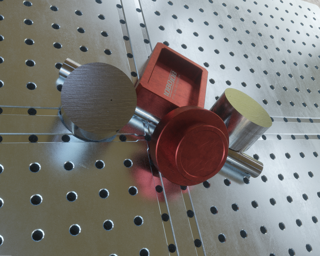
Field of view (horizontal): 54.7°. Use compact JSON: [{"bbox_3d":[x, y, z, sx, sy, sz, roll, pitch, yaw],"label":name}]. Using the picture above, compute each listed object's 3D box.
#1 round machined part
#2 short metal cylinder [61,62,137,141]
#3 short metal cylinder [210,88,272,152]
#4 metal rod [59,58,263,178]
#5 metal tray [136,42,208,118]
[{"bbox_3d":[0.041,0.025,0.369,0.099,0.042,0.097,-6,106,-21],"label":"round machined part"},{"bbox_3d":[-0.072,-0.028,0.355,0.081,0.050,0.080,4,77,-18],"label":"short metal cylinder"},{"bbox_3d":[0.111,-0.012,0.444,0.080,0.050,0.080,24,33,-17],"label":"short metal cylinder"},{"bbox_3d":[0.009,-0.008,0.418,0.301,0.025,0.025,28,52,-11],"label":"metal rod"},{"bbox_3d":[0.018,-0.061,0.433,0.090,0.030,0.130,28,39,-10],"label":"metal tray"}]
